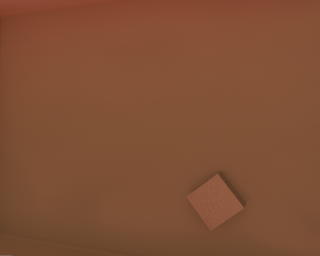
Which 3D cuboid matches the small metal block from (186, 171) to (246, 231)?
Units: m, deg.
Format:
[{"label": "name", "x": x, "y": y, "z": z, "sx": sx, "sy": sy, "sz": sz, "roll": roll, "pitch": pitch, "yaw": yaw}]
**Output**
[{"label": "small metal block", "x": 0.070, "y": 0.090, "z": 0.386, "sx": 0.050, "sy": 0.025, "sz": 0.050, "roll": -40, "pitch": 78, "yaw": 15}]
